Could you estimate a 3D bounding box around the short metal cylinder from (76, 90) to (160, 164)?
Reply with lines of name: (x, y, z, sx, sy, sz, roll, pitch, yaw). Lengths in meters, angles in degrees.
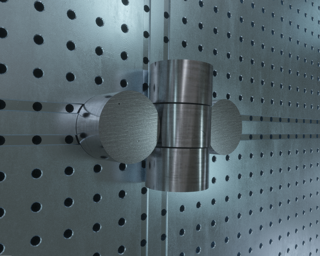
short metal cylinder: (-0.047, -0.001, 0.354, 0.081, 0.050, 0.079, 0, 90, -40)

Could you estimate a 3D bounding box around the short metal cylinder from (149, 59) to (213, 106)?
short metal cylinder: (0.027, -0.053, 0.397, 0.081, 0.080, 0.050, 3, 88, -40)

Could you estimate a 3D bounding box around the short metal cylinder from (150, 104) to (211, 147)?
short metal cylinder: (0.025, -0.002, 0.395, 0.081, 0.080, 0.050, 2, 89, -40)

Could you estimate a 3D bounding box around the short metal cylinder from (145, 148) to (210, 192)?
short metal cylinder: (0.022, 0.049, 0.393, 0.081, 0.080, 0.050, 2, 89, -40)

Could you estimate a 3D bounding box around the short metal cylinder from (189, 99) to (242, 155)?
short metal cylinder: (0.077, -0.001, 0.459, 0.081, 0.050, 0.079, 0, 90, -40)
